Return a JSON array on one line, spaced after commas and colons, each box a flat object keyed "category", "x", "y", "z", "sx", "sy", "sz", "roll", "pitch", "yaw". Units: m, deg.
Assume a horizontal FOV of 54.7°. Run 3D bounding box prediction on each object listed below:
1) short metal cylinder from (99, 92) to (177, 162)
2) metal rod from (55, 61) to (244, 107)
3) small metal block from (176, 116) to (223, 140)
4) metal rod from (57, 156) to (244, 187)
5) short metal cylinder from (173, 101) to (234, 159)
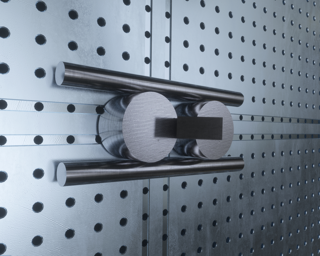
[{"category": "short metal cylinder", "x": -0.025, "y": -0.001, "z": 0.368, "sx": 0.081, "sy": 0.050, "sz": 0.079, "roll": 0, "pitch": 90, "yaw": -40}, {"category": "metal rod", "x": 0.013, "y": -0.052, "z": 0.416, "sx": 0.302, "sy": 0.025, "sz": 0.025, "roll": 2, "pitch": 89, "yaw": -40}, {"category": "small metal block", "x": 0.047, "y": 0.001, "z": 0.368, "sx": 0.050, "sy": 0.050, "sz": 0.025, "roll": 22, "pitch": 70, "yaw": -83}, {"category": "metal rod", "x": 0.014, "y": 0.054, "z": 0.417, "sx": 0.302, "sy": 0.025, "sz": 0.025, "roll": 3, "pitch": 88, "yaw": -40}, {"category": "short metal cylinder", "x": 0.059, "y": 0.003, "z": 0.439, "sx": 0.081, "sy": 0.050, "sz": 0.079, "roll": 0, "pitch": 90, "yaw": -40}]
